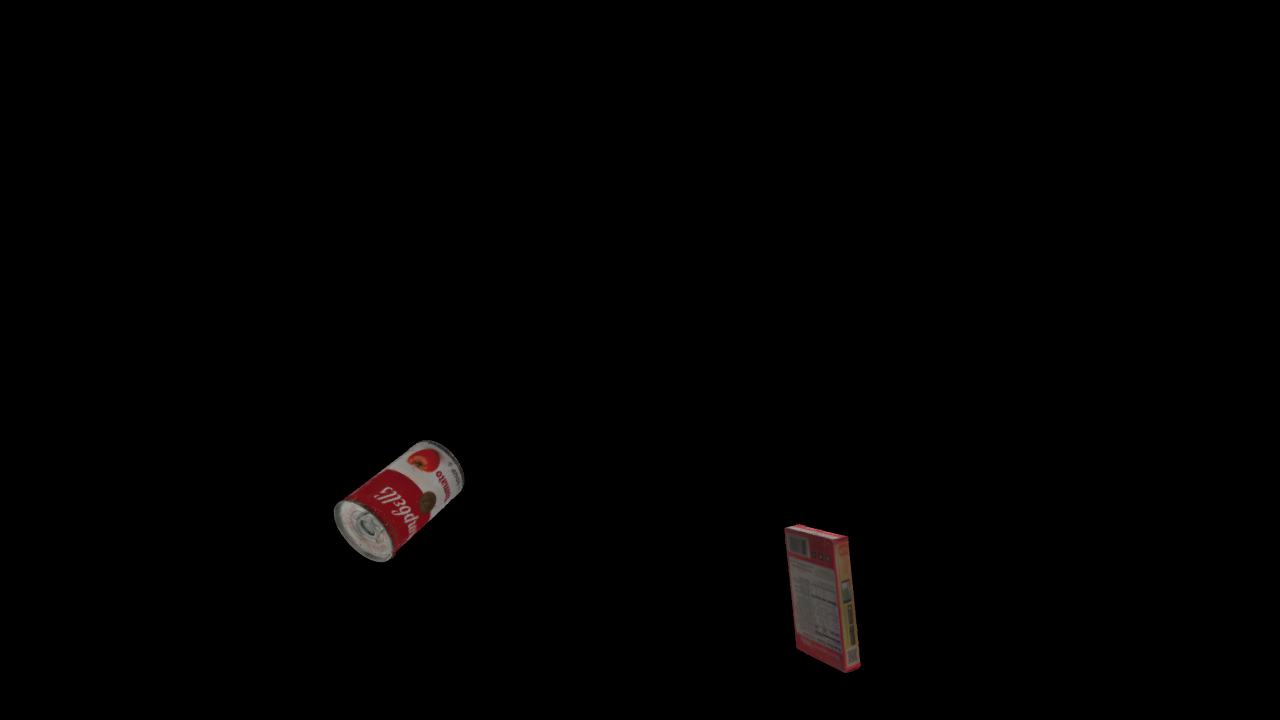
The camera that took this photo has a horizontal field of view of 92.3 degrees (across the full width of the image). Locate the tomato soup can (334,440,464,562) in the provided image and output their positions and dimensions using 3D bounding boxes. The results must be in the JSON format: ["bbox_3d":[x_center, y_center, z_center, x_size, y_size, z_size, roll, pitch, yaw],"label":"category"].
[{"bbox_3d":[-0.223,0.130,0.579,0.068,0.068,0.101,0,25,27],"label":"tomato soup can"}]

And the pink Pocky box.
[{"bbox_3d":[0.219,0.284,0.744,0.029,0.155,0.084,-5,-2,-28],"label":"pink Pocky box"}]
